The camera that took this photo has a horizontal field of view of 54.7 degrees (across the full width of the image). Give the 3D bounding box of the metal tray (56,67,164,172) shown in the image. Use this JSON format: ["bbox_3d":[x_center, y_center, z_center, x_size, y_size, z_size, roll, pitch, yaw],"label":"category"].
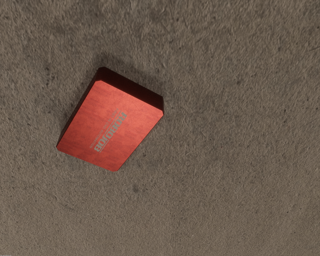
[{"bbox_3d":[-0.066,-0.005,0.399,0.090,0.030,0.129,26,125,-21],"label":"metal tray"}]
